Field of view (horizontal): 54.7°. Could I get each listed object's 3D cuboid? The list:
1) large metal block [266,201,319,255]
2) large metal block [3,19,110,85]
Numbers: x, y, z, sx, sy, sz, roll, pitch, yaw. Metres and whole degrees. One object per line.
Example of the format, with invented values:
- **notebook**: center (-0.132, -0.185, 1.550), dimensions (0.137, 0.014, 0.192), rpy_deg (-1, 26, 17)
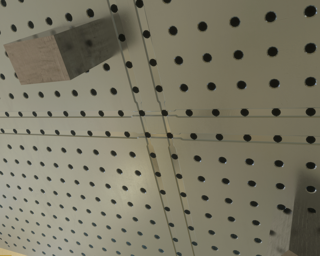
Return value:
- **large metal block**: center (0.180, 0.150, 0.373), dimensions (0.080, 0.080, 0.050), rpy_deg (32, 128, 7)
- **large metal block**: center (-0.124, -0.094, 0.381), dimensions (0.080, 0.080, 0.050), rpy_deg (0, 118, 28)
